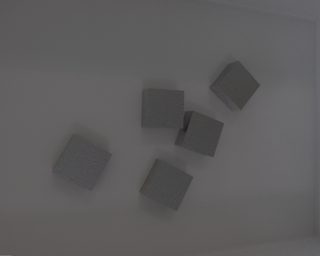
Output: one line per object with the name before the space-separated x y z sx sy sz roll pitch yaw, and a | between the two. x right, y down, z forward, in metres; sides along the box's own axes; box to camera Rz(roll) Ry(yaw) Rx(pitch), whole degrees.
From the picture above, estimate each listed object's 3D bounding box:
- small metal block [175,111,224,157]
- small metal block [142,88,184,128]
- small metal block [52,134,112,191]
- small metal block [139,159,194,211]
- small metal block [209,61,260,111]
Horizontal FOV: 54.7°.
small metal block | 0.055 0.008 0.431 0.050 0.025 0.050 21 83 -19
small metal block | 0.004 -0.025 0.412 0.050 0.025 0.050 2 90 -20
small metal block | -0.094 0.041 0.376 0.050 0.025 0.050 31 80 -18
small metal block | 0.009 0.075 0.414 0.050 0.025 0.050 30 80 -18
small metal block | 0.109 -0.060 0.450 0.050 0.025 0.050 43 76 -15
